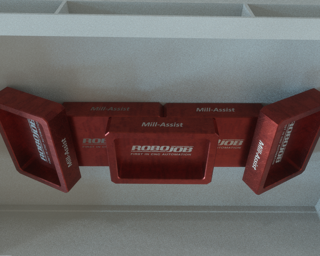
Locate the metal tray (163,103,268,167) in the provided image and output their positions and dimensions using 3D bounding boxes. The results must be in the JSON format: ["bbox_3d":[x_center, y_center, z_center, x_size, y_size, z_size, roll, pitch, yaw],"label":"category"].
[{"bbox_3d":[0.069,0.011,0.415,0.131,0.030,0.089,0,130,0],"label":"metal tray"}]

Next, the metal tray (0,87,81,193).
[{"bbox_3d":[-0.155,0.018,0.394,0.090,0.030,0.129,17,133,19],"label":"metal tray"}]

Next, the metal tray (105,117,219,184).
[{"bbox_3d":[0.002,0.030,0.390,0.131,0.030,0.089,1,130,-1],"label":"metal tray"}]

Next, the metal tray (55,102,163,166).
[{"bbox_3d":[-0.062,0.010,0.413,0.131,0.030,0.089,0,130,0],"label":"metal tray"}]

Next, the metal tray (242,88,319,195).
[{"bbox_3d":[0.160,0.020,0.397,0.091,0.030,0.129,-19,134,-21],"label":"metal tray"}]
